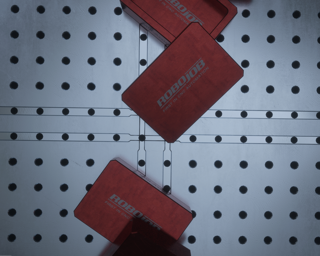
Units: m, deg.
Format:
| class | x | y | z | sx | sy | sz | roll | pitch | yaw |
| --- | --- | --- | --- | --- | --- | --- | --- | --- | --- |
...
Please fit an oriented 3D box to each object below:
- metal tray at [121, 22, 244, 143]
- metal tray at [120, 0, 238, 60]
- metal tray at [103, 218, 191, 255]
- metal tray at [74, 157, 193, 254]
| class | x | y | z | sx | sy | sz | roll | pitch | yaw |
| --- | --- | --- | --- | --- | --- | --- | --- | --- | --- |
| metal tray | 0.027 | -0.056 | 0.392 | 0.090 | 0.030 | 0.130 | 43 | 100 | -11 |
| metal tray | 0.024 | -0.159 | 0.411 | 0.130 | 0.030 | 0.090 | 40 | 90 | -1 |
| metal tray | -0.032 | 0.188 | 0.389 | 0.090 | 0.030 | 0.130 | 35 | 103 | -10 |
| metal tray | -0.034 | 0.111 | 0.411 | 0.130 | 0.030 | 0.090 | 35 | 90 | -1 |
